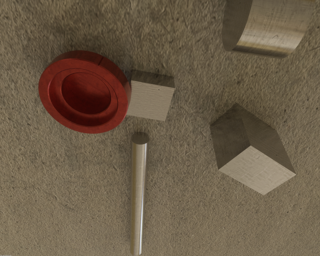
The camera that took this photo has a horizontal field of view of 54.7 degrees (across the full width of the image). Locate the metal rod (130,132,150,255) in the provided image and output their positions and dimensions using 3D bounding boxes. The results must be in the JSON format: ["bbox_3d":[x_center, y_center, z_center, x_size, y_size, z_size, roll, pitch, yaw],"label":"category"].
[{"bbox_3d":[-0.037,0.127,0.514,0.025,0.025,0.298,3,130,-3],"label":"metal rod"}]

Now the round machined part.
[{"bbox_3d":[-0.081,-0.044,0.353,0.099,0.042,0.097,3,129,4],"label":"round machined part"}]

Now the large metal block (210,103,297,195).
[{"bbox_3d":[0.115,0.026,0.396,0.080,0.080,0.050,30,124,-24],"label":"large metal block"}]

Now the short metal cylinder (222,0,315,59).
[{"bbox_3d":[0.094,-0.107,0.282,0.050,0.080,0.079,7,130,-6],"label":"short metal cylinder"}]

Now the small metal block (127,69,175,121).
[{"bbox_3d":[-0.013,-0.039,0.374,0.050,0.025,0.050,9,130,-9],"label":"small metal block"}]
